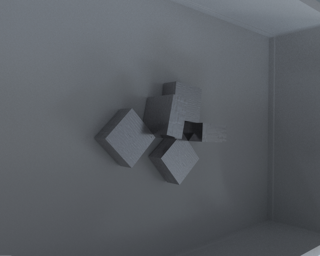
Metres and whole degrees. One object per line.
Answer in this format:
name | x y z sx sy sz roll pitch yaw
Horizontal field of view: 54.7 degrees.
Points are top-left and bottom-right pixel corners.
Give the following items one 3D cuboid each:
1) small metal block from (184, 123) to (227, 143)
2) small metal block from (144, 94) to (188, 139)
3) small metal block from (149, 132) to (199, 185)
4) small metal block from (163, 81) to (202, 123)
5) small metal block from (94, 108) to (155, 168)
small metal block | 0.058 0.007 0.439 0.050 0.050 0.025 4 88 -40
small metal block | 0.005 -0.014 0.394 0.025 0.050 0.050 16 80 -39
small metal block | 0.020 0.041 0.423 0.050 0.025 0.050 -48 119 -29
small metal block | 0.030 -0.034 0.432 0.050 0.025 0.050 8 85 -40
small metal block | -0.041 0.012 0.372 0.050 0.025 0.050 -53 121 -27
